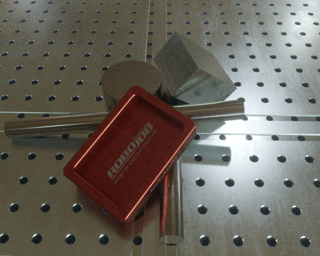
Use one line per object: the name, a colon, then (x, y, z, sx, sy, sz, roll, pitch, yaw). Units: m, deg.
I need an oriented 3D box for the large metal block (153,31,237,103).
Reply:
large metal block: (0.048, -0.076, 0.430, 0.080, 0.050, 0.080, 17, 37, -40)

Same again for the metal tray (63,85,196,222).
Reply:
metal tray: (-0.032, 0.026, 0.348, 0.090, 0.030, 0.130, 34, 78, 18)

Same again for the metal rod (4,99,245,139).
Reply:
metal rod: (-0.048, -0.010, 0.394, 0.302, 0.025, 0.025, -5, 50, 5)

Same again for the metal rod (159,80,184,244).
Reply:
metal rod: (0.014, -0.002, 0.409, 0.025, 0.025, 0.300, 1, 50, 1)

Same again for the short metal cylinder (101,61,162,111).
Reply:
short metal cylinder: (-0.038, -0.049, 0.432, 0.081, 0.050, 0.080, 0, 50, 0)
